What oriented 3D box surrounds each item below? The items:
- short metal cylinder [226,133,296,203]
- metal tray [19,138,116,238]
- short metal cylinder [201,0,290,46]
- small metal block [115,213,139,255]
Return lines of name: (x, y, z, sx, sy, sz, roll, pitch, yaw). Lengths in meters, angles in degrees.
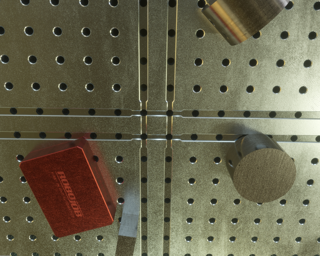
short metal cylinder: (0.134, 0.054, 0.421, 0.081, 0.050, 0.079, 0, 110, 0)
metal tray: (-0.127, 0.087, 0.442, 0.090, 0.030, 0.129, -16, 110, 5)
short metal cylinder: (0.092, -0.136, 0.335, 0.080, 0.080, 0.050, -42, 105, 14)
small metal block: (-0.049, 0.164, 0.460, 0.025, 0.050, 0.050, 9, 110, -4)
